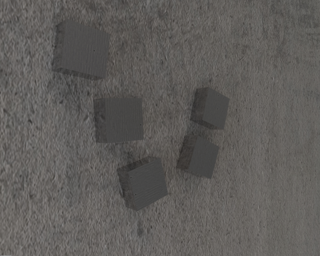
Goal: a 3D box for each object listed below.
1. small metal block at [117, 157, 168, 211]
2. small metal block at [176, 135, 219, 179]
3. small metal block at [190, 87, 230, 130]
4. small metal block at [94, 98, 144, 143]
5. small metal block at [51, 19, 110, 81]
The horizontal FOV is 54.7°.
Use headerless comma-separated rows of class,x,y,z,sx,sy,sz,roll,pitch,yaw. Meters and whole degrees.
small metal block,-0.021,0.068,0.387,0.050,0.025,0.050,-20,103,-38
small metal block,0.056,0.042,0.451,0.050,0.025,0.050,27,73,-37
small metal block,0.076,-0.028,0.468,0.050,0.025,0.050,21,77,-38
small metal block,-0.048,-0.009,0.364,0.050,0.025,0.050,-4,93,-40
small metal block,-0.085,-0.082,0.333,0.050,0.025,0.050,8,85,-40
